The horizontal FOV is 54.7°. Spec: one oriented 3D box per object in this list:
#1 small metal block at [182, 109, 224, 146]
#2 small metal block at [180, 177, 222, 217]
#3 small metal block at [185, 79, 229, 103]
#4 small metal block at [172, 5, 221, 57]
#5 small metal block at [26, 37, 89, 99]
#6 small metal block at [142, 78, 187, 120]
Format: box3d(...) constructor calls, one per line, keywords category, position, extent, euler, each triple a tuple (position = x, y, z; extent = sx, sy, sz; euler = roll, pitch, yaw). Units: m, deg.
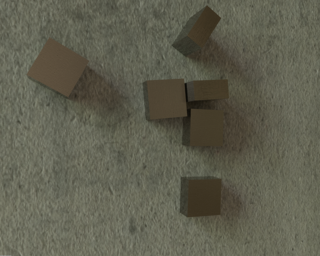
box3d(category="small metal block", position=(0.060, 0.000, 0.432), extent=(0.050, 0.025, 0.050), euler=(2, 90, -21))
box3d(category="small metal block", position=(0.057, 0.095, 0.431), extent=(0.050, 0.025, 0.050), euler=(2, 89, -21))
box3d(category="small metal block", position=(0.057, -0.049, 0.418), extent=(0.050, 0.050, 0.025), euler=(-6, 92, -21))
box3d(category="small metal block", position=(0.048, -0.128, 0.414), extent=(0.025, 0.050, 0.050), euler=(36, 79, -17))
box3d(category="small metal block", position=(-0.120, -0.069, 0.365), extent=(0.050, 0.025, 0.050), euler=(30, 80, -18))
box3d(category="small metal block", position=(0.006, -0.038, 0.411), extent=(0.050, 0.025, 0.050), euler=(-6, 92, -16))
